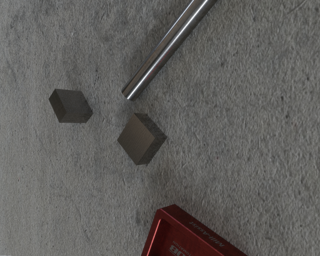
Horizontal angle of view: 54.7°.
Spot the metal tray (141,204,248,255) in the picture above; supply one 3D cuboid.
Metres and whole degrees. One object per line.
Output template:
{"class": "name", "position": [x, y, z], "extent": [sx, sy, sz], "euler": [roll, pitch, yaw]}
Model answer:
{"class": "metal tray", "position": [0.040, 0.163, 0.367], "extent": [0.130, 0.030, 0.089], "euler": [28, 108, 36]}

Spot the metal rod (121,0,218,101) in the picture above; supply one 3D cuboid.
{"class": "metal rod", "position": [0.045, -0.143, 0.366], "extent": [0.299, 0.025, 0.025], "euler": [-47, 62, 29]}

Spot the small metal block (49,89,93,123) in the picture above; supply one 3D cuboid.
{"class": "small metal block", "position": [-0.145, -0.035, 0.506], "extent": [0.025, 0.050, 0.050], "euler": [-46, 63, 30]}

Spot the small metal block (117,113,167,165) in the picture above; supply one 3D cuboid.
{"class": "small metal block", "position": [-0.025, 0.015, 0.424], "extent": [0.050, 0.025, 0.050], "euler": [49, 118, 28]}
